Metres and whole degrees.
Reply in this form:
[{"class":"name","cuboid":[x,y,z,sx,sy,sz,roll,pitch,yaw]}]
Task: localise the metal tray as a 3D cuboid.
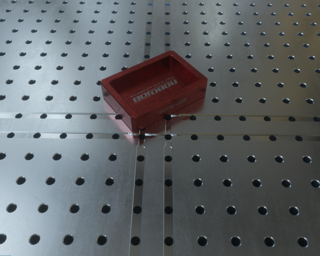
[{"class":"metal tray","cuboid":[-0.008,-0.059,0.453,0.131,0.030,0.090,-28,56,-22]}]
